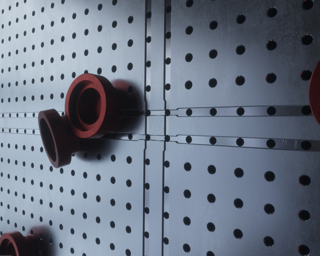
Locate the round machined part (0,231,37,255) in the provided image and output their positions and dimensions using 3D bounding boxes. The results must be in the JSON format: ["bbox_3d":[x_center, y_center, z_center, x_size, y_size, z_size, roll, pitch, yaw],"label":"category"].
[{"bbox_3d":[-0.289,0.259,0.632,0.098,0.042,0.097,0,90,39],"label":"round machined part"}]

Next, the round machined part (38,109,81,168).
[{"bbox_3d":[-0.166,0.015,0.518,0.098,0.042,0.097,31,130,48],"label":"round machined part"}]

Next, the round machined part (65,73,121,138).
[{"bbox_3d":[-0.099,-0.033,0.477,0.098,0.042,0.097,-1,88,38],"label":"round machined part"}]

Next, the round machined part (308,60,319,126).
[{"bbox_3d":[0.178,-0.030,0.251,0.098,0.042,0.097,0,90,39],"label":"round machined part"}]
